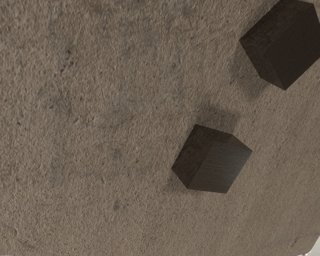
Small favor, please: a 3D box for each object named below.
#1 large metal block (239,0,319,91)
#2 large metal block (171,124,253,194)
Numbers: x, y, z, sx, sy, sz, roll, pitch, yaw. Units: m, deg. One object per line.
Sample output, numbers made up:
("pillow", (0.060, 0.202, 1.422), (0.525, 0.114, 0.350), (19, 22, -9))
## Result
("large metal block", (0.166, -0.111, 0.415), (0.080, 0.050, 0.080), (-45, 130, 2))
("large metal block", (0.077, 0.048, 0.465), (0.081, 0.050, 0.080), (14, 111, -35))
